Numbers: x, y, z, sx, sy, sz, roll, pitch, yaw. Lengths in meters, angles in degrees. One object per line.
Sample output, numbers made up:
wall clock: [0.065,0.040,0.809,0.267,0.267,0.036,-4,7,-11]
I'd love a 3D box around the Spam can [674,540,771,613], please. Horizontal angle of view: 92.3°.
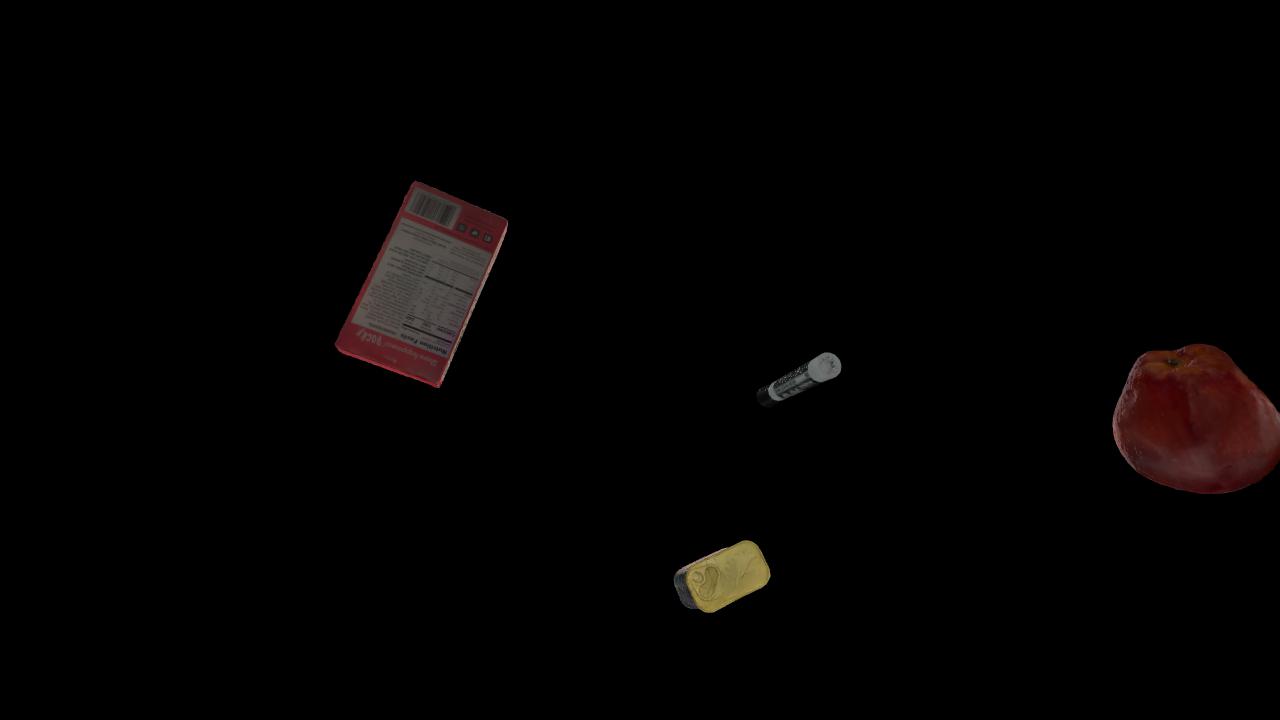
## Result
Spam can: [0.099,0.270,0.765,0.101,0.058,0.085,-20,-17,-16]

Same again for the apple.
apple: [0.342,0.038,0.383,0.079,0.093,0.079,-28,20,11]

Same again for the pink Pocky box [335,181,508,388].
pink Pocky box: [-0.177,-0.063,0.510,0.084,0.155,0.029,21,-16,-10]

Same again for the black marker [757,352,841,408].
black marker: [0.121,0.019,0.486,0.020,0.020,0.121,0,-15,-11]
